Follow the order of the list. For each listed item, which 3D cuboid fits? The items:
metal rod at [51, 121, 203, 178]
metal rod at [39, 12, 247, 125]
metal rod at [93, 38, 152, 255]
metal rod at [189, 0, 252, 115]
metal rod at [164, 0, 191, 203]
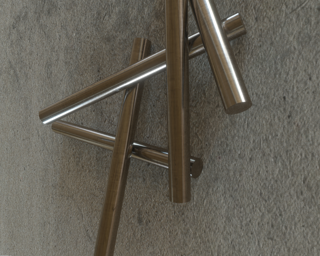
[{"bbox_3d":[-0.070,0.022,0.462,0.300,0.025,0.025,13,98,39],"label":"metal rod"},{"bbox_3d":[-0.039,-0.065,0.394,0.300,0.025,0.025,-21,77,24],"label":"metal rod"},{"bbox_3d":[-0.049,0.027,0.411,0.025,0.025,0.298,5,83,40],"label":"metal rod"},{"bbox_3d":[0.041,-0.153,0.341,0.025,0.025,0.299,-30,62,36],"label":"metal rod"},{"bbox_3d":[0.019,-0.066,0.340,0.025,0.025,0.298,4,98,40],"label":"metal rod"}]
